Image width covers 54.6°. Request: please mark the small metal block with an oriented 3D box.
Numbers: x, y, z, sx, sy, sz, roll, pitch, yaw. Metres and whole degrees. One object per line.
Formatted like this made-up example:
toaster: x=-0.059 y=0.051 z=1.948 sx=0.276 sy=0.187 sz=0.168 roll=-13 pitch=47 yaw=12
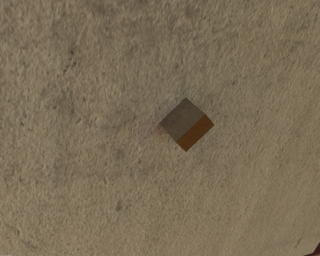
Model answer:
small metal block: x=0.034 y=-0.005 z=0.405 sx=0.050 sy=0.050 sz=0.025 roll=-44 pitch=129 yaw=2
